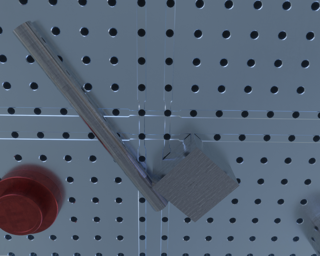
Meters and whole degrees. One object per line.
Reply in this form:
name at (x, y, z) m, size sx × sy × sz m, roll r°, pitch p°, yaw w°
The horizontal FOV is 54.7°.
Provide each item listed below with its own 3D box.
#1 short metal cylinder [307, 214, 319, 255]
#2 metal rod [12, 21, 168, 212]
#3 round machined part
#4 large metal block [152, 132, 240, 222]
short metal cylinder at (0.273, 0.171, 0.467) m, size 0.081 × 0.050 × 0.079 m, roll 0°, pitch 110°, yaw -1°
metal rod at (-0.081, -0.003, 0.411) m, size 0.025 × 0.025 × 0.299 m, roll -32°, pitch 107°, yaw 11°
round machined part at (-0.196, 0.113, 0.443) m, size 0.099 × 0.042 × 0.097 m, roll 0°, pitch 110°, yaw -1°
large metal block at (0.046, 0.067, 0.426) m, size 0.080 × 0.050 × 0.080 m, roll 42°, pitch 104°, yaw -14°
